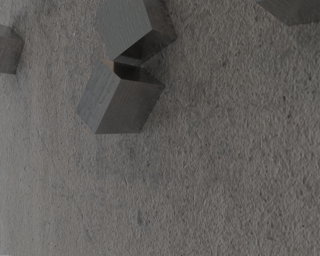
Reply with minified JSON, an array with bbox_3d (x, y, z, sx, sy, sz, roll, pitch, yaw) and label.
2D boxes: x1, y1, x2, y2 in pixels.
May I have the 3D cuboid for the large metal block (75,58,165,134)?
[{"bbox_3d":[-0.052,-0.039,0.412,0.050,0.081,0.080,44,116,31],"label":"large metal block"}]

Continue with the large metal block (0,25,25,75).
[{"bbox_3d":[-0.346,-0.174,0.675,0.080,0.050,0.080,42,115,32],"label":"large metal block"}]

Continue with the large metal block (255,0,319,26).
[{"bbox_3d":[0.136,-0.126,0.257,0.080,0.081,0.050,4,93,40],"label":"large metal block"}]

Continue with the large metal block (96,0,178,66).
[{"bbox_3d":[-0.033,-0.139,0.416,0.080,0.050,0.080,-27,73,37],"label":"large metal block"}]
